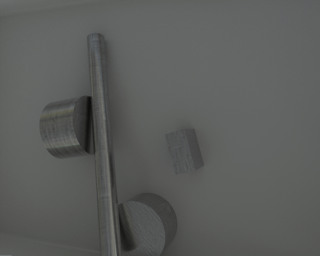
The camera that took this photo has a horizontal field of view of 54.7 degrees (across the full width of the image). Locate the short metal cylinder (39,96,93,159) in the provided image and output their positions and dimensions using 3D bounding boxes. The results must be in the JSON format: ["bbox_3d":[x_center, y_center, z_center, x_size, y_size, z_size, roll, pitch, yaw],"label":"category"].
[{"bbox_3d":[-0.115,0.000,0.420,0.050,0.080,0.080,-9,87,19],"label":"short metal cylinder"}]

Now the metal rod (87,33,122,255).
[{"bbox_3d":[-0.074,0.014,0.402,0.025,0.025,0.299,-13,74,19],"label":"metal rod"}]

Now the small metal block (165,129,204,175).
[{"bbox_3d":[0.032,0.028,0.385,0.025,0.050,0.050,-16,85,19],"label":"small metal block"}]

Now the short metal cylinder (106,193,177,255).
[{"bbox_3d":[-0.023,0.130,0.404,0.080,0.050,0.079,0,90,19],"label":"short metal cylinder"}]
